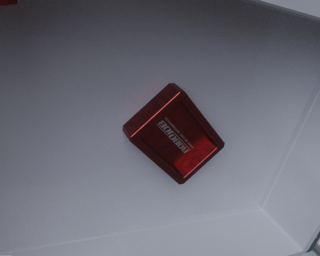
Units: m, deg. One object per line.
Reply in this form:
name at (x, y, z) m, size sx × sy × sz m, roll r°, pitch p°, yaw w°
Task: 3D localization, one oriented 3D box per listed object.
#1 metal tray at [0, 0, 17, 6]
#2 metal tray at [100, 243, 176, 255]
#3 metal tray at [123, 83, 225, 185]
metal tray at (-0.145, -0.107, 0.195) m, size 0.091 × 0.130 × 0.030 m, roll -6°, pitch 121°, yaw -26°
metal tray at (-0.025, 0.233, 0.499) m, size 0.131 × 0.090 × 0.030 m, roll 9°, pitch 114°, yaw -32°
metal tray at (0.023, 0.013, 0.425) m, size 0.090 × 0.030 × 0.130 m, roll -43°, pitch 130°, yaw 1°
